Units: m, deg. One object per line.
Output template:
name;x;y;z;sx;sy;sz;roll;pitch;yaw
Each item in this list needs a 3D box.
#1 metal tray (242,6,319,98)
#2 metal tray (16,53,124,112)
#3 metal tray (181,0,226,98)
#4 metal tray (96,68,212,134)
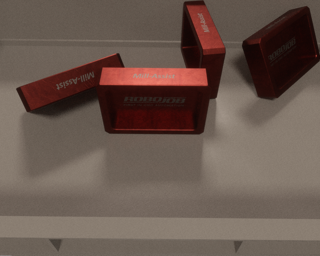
metal tray;0.184;-0.113;0.459;0.131;0.090;0.030;-36;24;-27
metal tray;-0.119;-0.059;0.415;0.131;0.030;0.090;-25;11;-20
metal tray;0.059;-0.117;0.461;0.030;0.089;0.130;-6;50;-5
metal tray;-0.007;-0.031;0.388;0.131;0.089;0.030;0;51;0
